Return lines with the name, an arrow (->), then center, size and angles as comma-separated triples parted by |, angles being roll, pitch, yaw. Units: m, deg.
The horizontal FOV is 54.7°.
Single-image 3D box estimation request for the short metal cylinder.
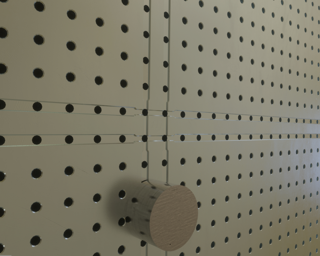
short metal cylinder -> 0.003, 0.110, 0.398 | 0.081, 0.050, 0.079 | 0, 91, -40
